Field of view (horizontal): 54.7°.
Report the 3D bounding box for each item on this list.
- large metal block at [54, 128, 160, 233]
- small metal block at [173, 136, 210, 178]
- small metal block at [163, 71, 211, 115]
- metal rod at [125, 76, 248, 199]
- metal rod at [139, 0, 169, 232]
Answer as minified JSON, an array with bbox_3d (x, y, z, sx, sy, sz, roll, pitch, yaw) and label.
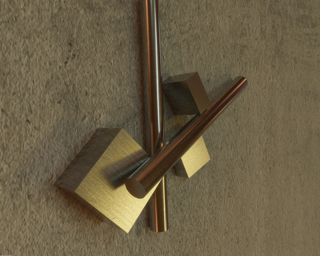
[{"bbox_3d":[-0.053,0.056,0.346,0.080,0.050,0.080,49,61,-29],"label":"large metal block"},{"bbox_3d":[0.040,0.035,0.441,0.050,0.025,0.050,-34,112,-35],"label":"small metal block"},{"bbox_3d":[0.034,-0.045,0.419,0.025,0.050,0.050,-41,115,-33],"label":"small metal block"},{"bbox_3d":[0.056,-0.008,0.414,0.302,0.025,0.025,-40,116,-46],"label":"metal rod"},{"bbox_3d":[-0.007,-0.017,0.400,0.025,0.025,0.298,-5,93,-40],"label":"metal rod"}]
